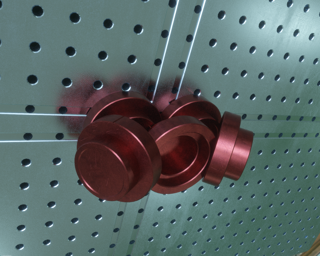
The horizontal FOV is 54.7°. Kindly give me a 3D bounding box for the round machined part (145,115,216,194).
[{"bbox_3d":[0.016,0.028,0.372,0.099,0.042,0.097,-14,125,-21],"label":"round machined part"}]

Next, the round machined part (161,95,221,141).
[{"bbox_3d":[0.045,0.007,0.430,0.099,0.042,0.097,-14,125,-21],"label":"round machined part"}]

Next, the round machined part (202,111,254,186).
[{"bbox_3d":[0.090,0.030,0.404,0.042,0.098,0.097,18,115,8],"label":"round machined part"}]

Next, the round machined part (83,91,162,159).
[{"bbox_3d":[-0.041,0.007,0.383,0.099,0.042,0.097,-14,125,-21],"label":"round machined part"}]

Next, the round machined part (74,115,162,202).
[{"bbox_3d":[-0.051,0.038,0.331,0.042,0.098,0.097,-39,144,-55],"label":"round machined part"}]
